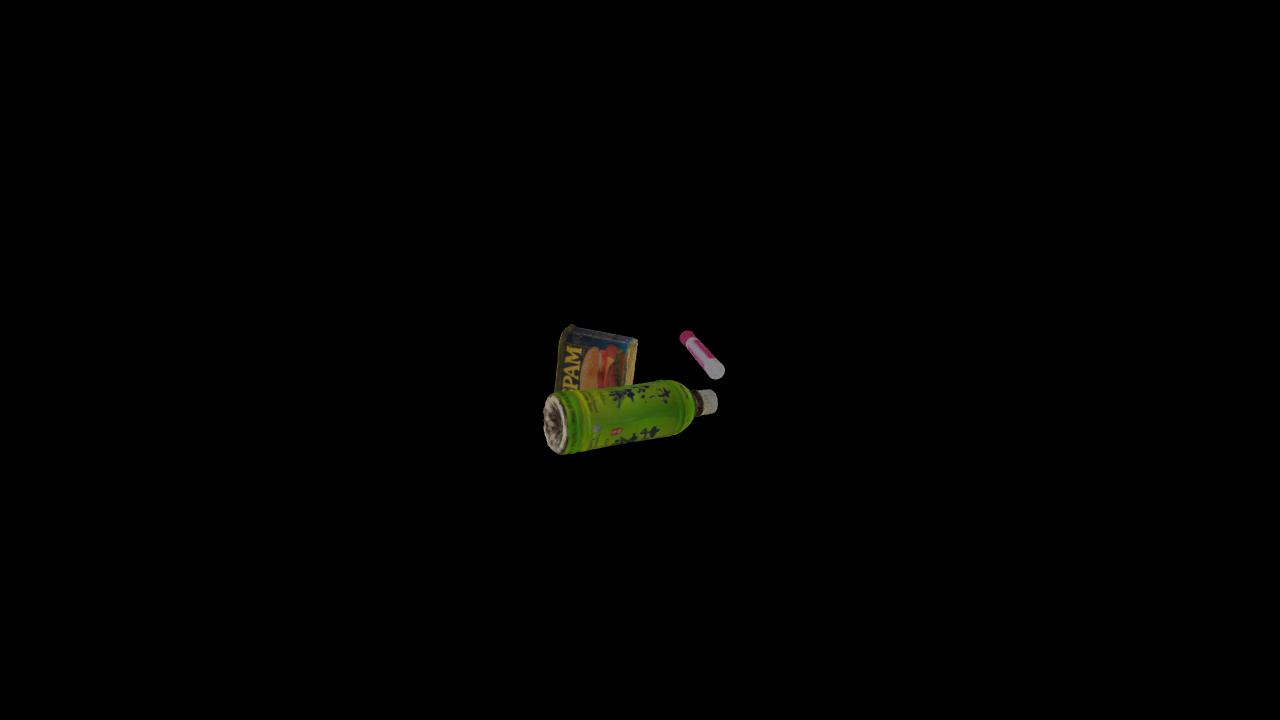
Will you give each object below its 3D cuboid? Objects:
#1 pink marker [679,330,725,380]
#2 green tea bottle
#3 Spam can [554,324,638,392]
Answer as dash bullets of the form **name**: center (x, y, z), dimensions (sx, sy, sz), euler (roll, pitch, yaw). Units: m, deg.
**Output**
- **pink marker**: center (0.067, -0.009, 0.689), dimensions (0.020, 0.020, 0.121), euler (0, 20, -12)
- **green tea bottle**: center (-0.003, 0.059, 0.711), dimensions (0.212, 0.073, 0.073), euler (-7, 4, -31)
- **Spam can**: center (-0.052, 0.015, 0.739), dimensions (0.085, 0.101, 0.058), euler (11, 20, 8)
